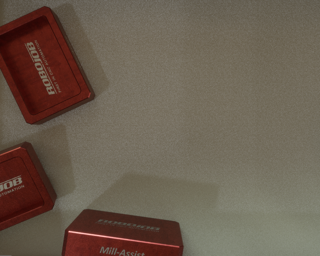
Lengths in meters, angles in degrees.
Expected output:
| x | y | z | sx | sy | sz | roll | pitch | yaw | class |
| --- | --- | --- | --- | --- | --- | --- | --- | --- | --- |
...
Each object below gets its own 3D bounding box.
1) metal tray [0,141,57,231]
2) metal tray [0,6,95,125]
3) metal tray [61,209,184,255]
| x | y | z | sx | sy | sz | roll | pitch | yaw | class |
| --- | --- | --- | --- | --- | --- | --- | --- | --- | --- |
| -0.211 | 0.083 | 0.388 | 0.131 | 0.030 | 0.090 | -22 | 105 | -7 | metal tray |
| -0.155 | -0.080 | 0.407 | 0.090 | 0.030 | 0.129 | -26 | 90 | 0 | metal tray |
| -0.041 | 0.134 | 0.378 | 0.131 | 0.090 | 0.030 | 8 | 90 | 0 | metal tray |
